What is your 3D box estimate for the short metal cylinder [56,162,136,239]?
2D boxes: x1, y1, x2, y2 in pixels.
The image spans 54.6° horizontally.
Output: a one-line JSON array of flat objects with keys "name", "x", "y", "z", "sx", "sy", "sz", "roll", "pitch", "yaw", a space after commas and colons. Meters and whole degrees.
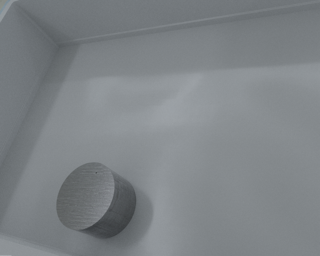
[{"name": "short metal cylinder", "x": -0.076, "y": 0.088, "z": 0.377, "sx": 0.080, "sy": 0.050, "sz": 0.080, "roll": -13, "pitch": 56, "yaw": 21}]
